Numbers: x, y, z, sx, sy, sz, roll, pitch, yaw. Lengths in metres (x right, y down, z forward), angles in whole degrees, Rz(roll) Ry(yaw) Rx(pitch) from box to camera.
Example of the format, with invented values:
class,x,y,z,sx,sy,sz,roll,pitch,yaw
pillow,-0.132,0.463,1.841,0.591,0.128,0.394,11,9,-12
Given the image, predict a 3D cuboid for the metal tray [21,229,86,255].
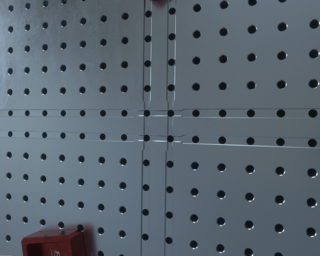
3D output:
class,x,y,z,sx,sy,sz,roll,pitch,yaw
metal tray,-0.154,0.223,0.465,0.090,0.030,0.129,-10,87,19
